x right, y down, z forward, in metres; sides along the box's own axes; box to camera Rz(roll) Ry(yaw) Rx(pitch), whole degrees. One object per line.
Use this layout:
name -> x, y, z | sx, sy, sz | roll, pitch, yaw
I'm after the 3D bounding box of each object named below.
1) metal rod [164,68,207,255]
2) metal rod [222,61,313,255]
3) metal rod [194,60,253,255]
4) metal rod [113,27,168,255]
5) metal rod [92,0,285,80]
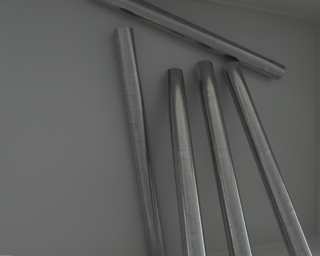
metal rod -> 0.030, 0.061, 0.355 | 0.025, 0.025, 0.299 | 5, 63, -20
metal rod -> 0.137, 0.046, 0.398 | 0.025, 0.025, 0.299 | -7, 68, -20
metal rod -> 0.077, 0.048, 0.375 | 0.025, 0.025, 0.299 | 2, 65, -20
metal rod -> -0.025, 0.023, 0.401 | 0.025, 0.025, 0.298 | -10, 93, -20
metal rod -> 0.048, -0.129, 0.427 | 0.302, 0.025, 0.025 | 18, 84, -19
